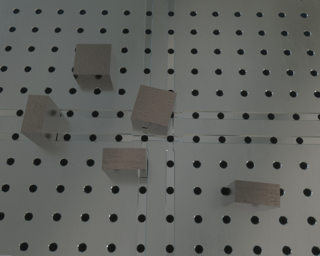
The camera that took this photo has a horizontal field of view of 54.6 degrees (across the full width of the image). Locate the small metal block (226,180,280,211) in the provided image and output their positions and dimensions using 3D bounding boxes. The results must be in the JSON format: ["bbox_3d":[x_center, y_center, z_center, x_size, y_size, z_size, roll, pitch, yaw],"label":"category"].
[{"bbox_3d":[0.109,0.081,0.369,0.050,0.050,0.025,6,70,2],"label":"small metal block"}]

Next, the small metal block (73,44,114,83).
[{"bbox_3d":[-0.094,-0.092,0.445,0.050,0.025,0.050,0,70,0],"label":"small metal block"}]

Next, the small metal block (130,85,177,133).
[{"bbox_3d":[-0.008,-0.026,0.421,0.050,0.025,0.050,14,71,5],"label":"small metal block"}]

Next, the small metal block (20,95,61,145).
[{"bbox_3d":[-0.152,-0.009,0.401,0.025,0.050,0.050,3,70,1],"label":"small metal block"}]

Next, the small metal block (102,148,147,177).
[{"bbox_3d":[-0.042,0.044,0.382,0.050,0.050,0.025,0,70,0],"label":"small metal block"}]
